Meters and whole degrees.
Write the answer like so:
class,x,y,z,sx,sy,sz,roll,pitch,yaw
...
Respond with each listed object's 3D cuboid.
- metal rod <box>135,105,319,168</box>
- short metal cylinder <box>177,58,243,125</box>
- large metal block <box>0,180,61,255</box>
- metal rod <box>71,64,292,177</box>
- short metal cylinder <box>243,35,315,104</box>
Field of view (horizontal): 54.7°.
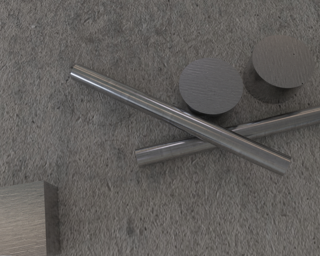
class,x,y,z,sx,sy,sz,roll,pitch,yaw
metal rod,0.117,0.004,0.407,0.302,0.025,0.025,-13,71,-5
short metal cylinder,0.064,-0.046,0.412,0.081,0.050,0.080,0,70,0
large metal block,-0.163,0.110,0.353,0.081,0.050,0.080,-9,70,-3
metal rod,0.013,-0.017,0.394,0.301,0.025,0.025,25,72,16
short metal cylinder,0.160,-0.079,0.425,0.081,0.050,0.080,0,70,0
